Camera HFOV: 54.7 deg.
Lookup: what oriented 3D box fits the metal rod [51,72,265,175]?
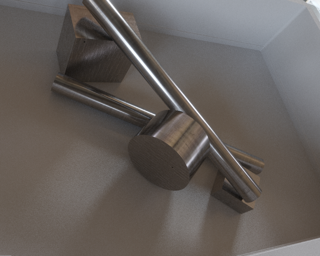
[{"bbox_3d":[0.009,0.000,0.410,0.302,0.025,0.025,23,53,-15],"label":"metal rod"}]

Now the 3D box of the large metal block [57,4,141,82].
[{"bbox_3d":[-0.079,-0.102,0.390,0.081,0.080,0.050,-4,64,-30],"label":"large metal block"}]

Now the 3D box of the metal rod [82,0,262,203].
[{"bbox_3d":[0.020,-0.030,0.360,0.300,0.025,0.025,50,50,-9],"label":"metal rod"}]

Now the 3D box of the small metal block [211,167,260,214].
[{"bbox_3d":[0.102,0.078,0.413,0.050,0.025,0.050,33,51,-7],"label":"small metal block"}]

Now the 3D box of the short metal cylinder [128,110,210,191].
[{"bbox_3d":[0.010,0.026,0.359,0.080,0.080,0.050,43,51,0],"label":"short metal cylinder"}]
